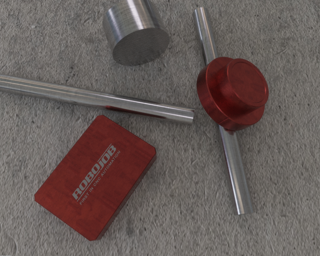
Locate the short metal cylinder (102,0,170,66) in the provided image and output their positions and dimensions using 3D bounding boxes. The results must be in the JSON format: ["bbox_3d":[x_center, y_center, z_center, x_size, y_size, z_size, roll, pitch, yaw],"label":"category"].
[{"bbox_3d":[-0.033,-0.129,0.426,0.080,0.080,0.050,-18,71,-7],"label":"short metal cylinder"}]

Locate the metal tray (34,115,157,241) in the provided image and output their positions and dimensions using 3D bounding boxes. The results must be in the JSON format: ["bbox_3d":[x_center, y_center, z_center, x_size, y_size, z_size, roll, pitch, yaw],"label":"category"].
[{"bbox_3d":[-0.076,0.059,0.383,0.090,0.030,0.130,32,73,11],"label":"metal tray"}]

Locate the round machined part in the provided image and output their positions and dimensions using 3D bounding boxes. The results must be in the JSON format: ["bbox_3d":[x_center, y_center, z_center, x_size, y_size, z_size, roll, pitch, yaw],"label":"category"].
[{"bbox_3d":[0.099,-0.049,0.395,0.099,0.042,0.098,13,62,-27],"label":"round machined part"}]

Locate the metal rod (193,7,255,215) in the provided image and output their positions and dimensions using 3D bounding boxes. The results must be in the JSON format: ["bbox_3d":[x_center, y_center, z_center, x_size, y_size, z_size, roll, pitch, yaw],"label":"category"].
[{"bbox_3d":[0.082,-0.036,0.422,0.025,0.025,0.299,-7,70,-3],"label":"metal rod"}]

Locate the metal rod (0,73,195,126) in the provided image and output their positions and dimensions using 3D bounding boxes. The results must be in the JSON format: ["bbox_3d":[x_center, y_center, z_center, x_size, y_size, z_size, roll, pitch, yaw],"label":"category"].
[{"bbox_3d":[-0.104,-0.042,0.422,0.302,0.025,0.025,10,70,3],"label":"metal rod"}]
